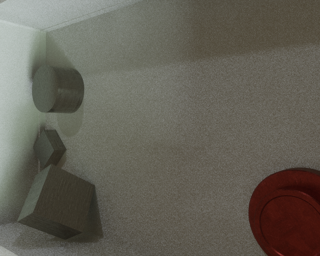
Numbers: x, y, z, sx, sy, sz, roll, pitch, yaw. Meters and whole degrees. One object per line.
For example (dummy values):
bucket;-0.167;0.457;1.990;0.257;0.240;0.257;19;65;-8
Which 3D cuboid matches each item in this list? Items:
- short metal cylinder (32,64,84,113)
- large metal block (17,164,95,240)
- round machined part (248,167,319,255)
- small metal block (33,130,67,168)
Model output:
short metal cylinder;-0.176;-0.065;0.532;0.080;0.050;0.079;0;90;39
large metal block;-0.156;0.115;0.477;0.050;0.080;0.080;-32;36;35
round machined part;0.129;0.088;0.289;0.098;0.042;0.097;0;90;39
small metal block;-0.204;0.038;0.572;0.050;0.025;0.050;-51;60;27
